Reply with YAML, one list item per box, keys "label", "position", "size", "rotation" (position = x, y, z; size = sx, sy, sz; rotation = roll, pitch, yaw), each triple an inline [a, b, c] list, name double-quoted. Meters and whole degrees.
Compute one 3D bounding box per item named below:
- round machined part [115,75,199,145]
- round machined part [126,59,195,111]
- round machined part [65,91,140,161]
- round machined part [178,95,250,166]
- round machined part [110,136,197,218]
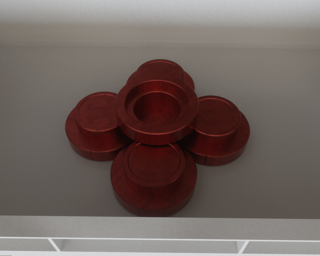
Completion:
- label: "round machined part"
  position: [-0.003, -0.017, 0.379]
  size: [0.099, 0.042, 0.098]
  rotation: [0, 50, 0]
- label: "round machined part"
  position: [0.000, -0.061, 0.441]
  size: [0.099, 0.042, 0.098]
  rotation: [0, 50, 0]
- label: "round machined part"
  position: [-0.072, -0.009, 0.398]
  size: [0.099, 0.042, 0.098]
  rotation: [0, 50, 0]
- label: "round machined part"
  position: [0.065, -0.004, 0.394]
  size: [0.099, 0.042, 0.098]
  rotation: [0, 50, 0]
- label: "round machined part"
  position: [-0.007, 0.048, 0.351]
  size: [0.099, 0.042, 0.098]
  rotation: [1, 48, -1]
